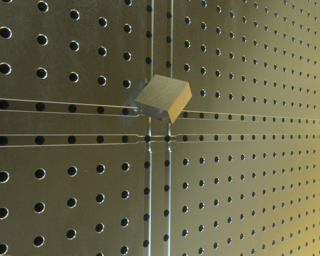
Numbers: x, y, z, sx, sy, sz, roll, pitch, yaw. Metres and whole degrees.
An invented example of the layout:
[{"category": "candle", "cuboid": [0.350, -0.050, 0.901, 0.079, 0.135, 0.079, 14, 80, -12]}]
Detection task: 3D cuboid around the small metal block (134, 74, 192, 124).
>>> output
[{"category": "small metal block", "cuboid": [0.005, -0.037, 0.392, 0.050, 0.050, 0.025, -55, 146, -26]}]
